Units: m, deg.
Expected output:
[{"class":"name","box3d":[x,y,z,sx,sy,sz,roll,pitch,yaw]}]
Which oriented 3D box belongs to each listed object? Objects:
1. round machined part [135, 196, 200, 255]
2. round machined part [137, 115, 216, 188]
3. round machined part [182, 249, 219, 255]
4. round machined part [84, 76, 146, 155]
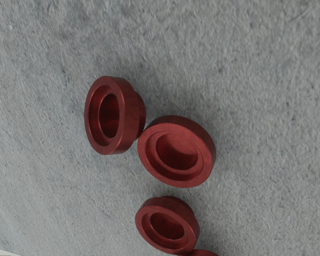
[{"class":"round machined part","box3d":[0.015,0.144,0.476,0.098,0.042,0.097,13,124,20]},{"class":"round machined part","box3d":[0.024,0.026,0.396,0.098,0.042,0.097,12,125,19]},{"class":"round machined part","box3d":[0.060,0.222,0.485,0.099,0.042,0.097,5,141,4]},{"class":"round machined part","box3d":[-0.054,-0.016,0.394,0.098,0.042,0.097,1,91,49]}]
